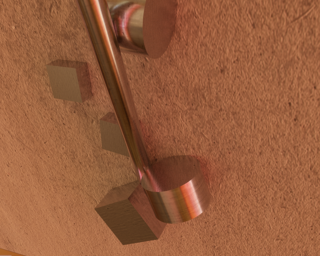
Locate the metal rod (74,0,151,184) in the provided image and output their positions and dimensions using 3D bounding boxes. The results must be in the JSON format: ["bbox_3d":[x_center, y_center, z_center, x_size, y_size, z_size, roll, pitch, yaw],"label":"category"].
[{"bbox_3d":[-0.040,-0.020,0.354,0.025,0.025,0.299,14,144,20],"label":"metal rod"}]

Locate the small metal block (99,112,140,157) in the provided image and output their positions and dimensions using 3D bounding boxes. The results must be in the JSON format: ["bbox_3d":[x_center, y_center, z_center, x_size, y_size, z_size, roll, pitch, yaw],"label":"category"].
[{"bbox_3d":[-0.056,0.010,0.442,0.050,0.025,0.050,15,125,19],"label":"small metal block"}]

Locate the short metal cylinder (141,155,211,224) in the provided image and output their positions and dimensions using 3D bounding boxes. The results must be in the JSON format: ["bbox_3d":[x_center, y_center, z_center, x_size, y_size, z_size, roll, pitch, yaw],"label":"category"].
[{"bbox_3d":[0.021,0.079,0.409,0.080,0.080,0.050,-7,115,31],"label":"short metal cylinder"}]

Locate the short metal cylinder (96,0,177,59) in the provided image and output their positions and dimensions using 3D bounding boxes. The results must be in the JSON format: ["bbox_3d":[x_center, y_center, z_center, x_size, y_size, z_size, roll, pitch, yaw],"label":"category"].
[{"bbox_3d":[-0.021,-0.114,0.312,0.050,0.080,0.079,15,125,19],"label":"short metal cylinder"}]

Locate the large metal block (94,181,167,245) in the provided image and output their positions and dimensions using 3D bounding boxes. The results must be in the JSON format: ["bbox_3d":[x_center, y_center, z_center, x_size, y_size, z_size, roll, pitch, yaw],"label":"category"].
[{"bbox_3d":[-0.043,0.136,0.497,0.080,0.050,0.080,-25,105,37],"label":"large metal block"}]

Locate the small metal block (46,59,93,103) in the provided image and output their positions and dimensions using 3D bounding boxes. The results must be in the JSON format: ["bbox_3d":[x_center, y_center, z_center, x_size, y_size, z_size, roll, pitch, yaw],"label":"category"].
[{"bbox_3d":[-0.126,-0.066,0.432,0.050,0.025,0.050,10,123,22],"label":"small metal block"}]
